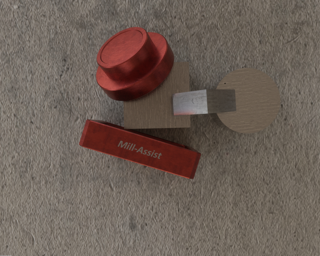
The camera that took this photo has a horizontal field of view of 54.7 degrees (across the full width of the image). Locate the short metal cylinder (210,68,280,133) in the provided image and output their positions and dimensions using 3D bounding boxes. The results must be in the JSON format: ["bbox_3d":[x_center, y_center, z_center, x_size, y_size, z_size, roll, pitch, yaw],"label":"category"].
[{"bbox_3d":[0.106,-0.033,0.400,0.081,0.050,0.080,0,90,0],"label":"short metal cylinder"}]

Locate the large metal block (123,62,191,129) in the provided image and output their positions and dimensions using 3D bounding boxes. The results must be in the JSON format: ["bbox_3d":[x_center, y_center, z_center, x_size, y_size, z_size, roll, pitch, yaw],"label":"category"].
[{"bbox_3d":[-0.004,-0.040,0.400,0.081,0.050,0.080,-1,90,0],"label":"large metal block"}]

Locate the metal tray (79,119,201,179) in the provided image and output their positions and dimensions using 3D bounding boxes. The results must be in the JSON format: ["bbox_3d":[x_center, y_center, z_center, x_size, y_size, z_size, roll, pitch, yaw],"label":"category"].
[{"bbox_3d":[-0.022,0.023,0.378,0.131,0.090,0.030,17,90,0],"label":"metal tray"}]

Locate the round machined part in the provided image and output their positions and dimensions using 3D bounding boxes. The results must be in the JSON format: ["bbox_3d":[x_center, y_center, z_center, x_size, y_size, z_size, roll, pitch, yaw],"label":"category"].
[{"bbox_3d":[-0.036,-0.083,0.374,0.098,0.098,0.042,-36,134,0],"label":"round machined part"}]

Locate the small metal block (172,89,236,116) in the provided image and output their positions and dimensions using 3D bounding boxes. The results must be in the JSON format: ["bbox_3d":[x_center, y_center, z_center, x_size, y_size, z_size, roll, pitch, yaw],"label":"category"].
[{"bbox_3d":[0.051,-0.029,0.353,0.050,0.050,0.025,-6,94,-41],"label":"small metal block"}]
